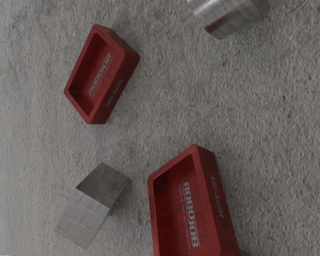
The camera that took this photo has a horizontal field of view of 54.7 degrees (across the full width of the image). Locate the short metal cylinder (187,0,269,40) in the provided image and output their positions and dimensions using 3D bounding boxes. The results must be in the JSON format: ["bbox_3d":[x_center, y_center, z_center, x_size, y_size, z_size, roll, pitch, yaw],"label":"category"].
[{"bbox_3d":[0.067,-0.138,0.313,0.050,0.081,0.080,-24,75,38],"label":"short metal cylinder"}]

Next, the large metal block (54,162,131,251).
[{"bbox_3d":[-0.093,0.107,0.436,0.050,0.080,0.080,31,112,3],"label":"large metal block"}]

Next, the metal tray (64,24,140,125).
[{"bbox_3d":[-0.094,-0.080,0.479,0.090,0.030,0.129,47,118,29],"label":"metal tray"}]

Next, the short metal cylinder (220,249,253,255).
[{"bbox_3d":[0.074,0.176,0.328,0.080,0.050,0.079,0,90,40],"label":"short metal cylinder"}]

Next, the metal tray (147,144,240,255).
[{"bbox_3d":[0.030,0.094,0.342,0.090,0.030,0.130,-40,40,32],"label":"metal tray"}]
